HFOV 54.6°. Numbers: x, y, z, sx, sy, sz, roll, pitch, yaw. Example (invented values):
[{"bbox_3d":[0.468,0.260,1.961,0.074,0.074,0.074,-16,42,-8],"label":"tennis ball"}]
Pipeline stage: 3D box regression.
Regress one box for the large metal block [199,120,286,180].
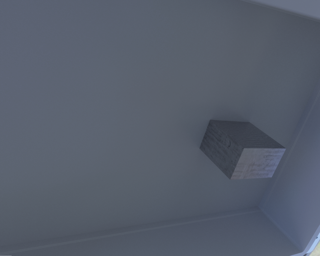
[{"bbox_3d":[0.119,0.030,0.456,0.081,0.080,0.050,3,117,-30],"label":"large metal block"}]
